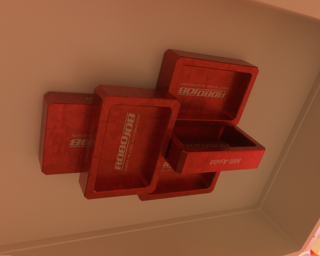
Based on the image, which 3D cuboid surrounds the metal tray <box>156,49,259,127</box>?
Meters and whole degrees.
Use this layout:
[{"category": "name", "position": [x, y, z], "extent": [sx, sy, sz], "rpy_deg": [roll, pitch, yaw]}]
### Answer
[{"category": "metal tray", "position": [0.059, -0.048, 0.408], "extent": [0.131, 0.030, 0.089], "rpy_deg": [1, 118, -29]}]

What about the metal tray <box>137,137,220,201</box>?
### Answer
[{"category": "metal tray", "position": [0.032, 0.058, 0.458], "extent": [0.131, 0.030, 0.089], "rpy_deg": [0, 118, -29]}]

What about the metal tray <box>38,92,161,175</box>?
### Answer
[{"category": "metal tray", "position": [-0.070, 0.007, 0.368], "extent": [0.131, 0.030, 0.089], "rpy_deg": [0, 118, -29]}]

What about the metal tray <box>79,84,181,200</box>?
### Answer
[{"category": "metal tray", "position": [-0.037, 0.019, 0.356], "extent": [0.091, 0.030, 0.129], "rpy_deg": [1, 118, -29]}]

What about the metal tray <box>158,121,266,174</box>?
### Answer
[{"category": "metal tray", "position": [0.061, 0.019, 0.411], "extent": [0.131, 0.090, 0.030], "rpy_deg": [1, 118, -29]}]
